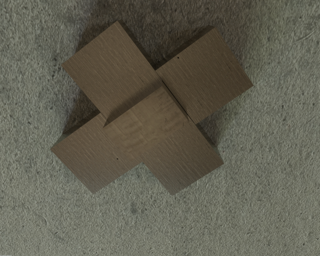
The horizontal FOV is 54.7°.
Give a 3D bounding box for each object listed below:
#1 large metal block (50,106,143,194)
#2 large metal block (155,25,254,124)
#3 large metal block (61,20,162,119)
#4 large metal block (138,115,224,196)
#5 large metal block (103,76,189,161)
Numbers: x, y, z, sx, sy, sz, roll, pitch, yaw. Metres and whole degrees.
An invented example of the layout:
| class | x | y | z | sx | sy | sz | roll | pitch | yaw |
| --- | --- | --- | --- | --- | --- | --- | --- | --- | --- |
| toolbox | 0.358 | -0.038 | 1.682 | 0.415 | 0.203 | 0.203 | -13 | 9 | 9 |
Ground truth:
| class | x | y | z | sx | sy | sz | roll | pitch | yaw |
| --- | --- | --- | --- | --- | --- | --- | --- | --- | --- |
| large metal block | -0.078 | 0.025 | 0.405 | 0.080 | 0.050 | 0.080 | -35 | 107 | 11 |
| large metal block | 0.051 | -0.065 | 0.374 | 0.080 | 0.050 | 0.080 | -35 | 107 | 11 |
| large metal block | -0.054 | -0.070 | 0.370 | 0.080 | 0.050 | 0.080 | -35 | 107 | 11 |
| large metal block | 0.024 | 0.028 | 0.408 | 0.080 | 0.050 | 0.080 | -35 | 107 | 11 |
| large metal block | -0.016 | -0.017 | 0.375 | 0.080 | 0.080 | 0.050 | -34 | 107 | 11 |
